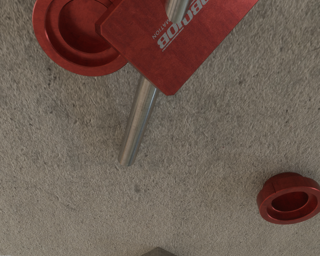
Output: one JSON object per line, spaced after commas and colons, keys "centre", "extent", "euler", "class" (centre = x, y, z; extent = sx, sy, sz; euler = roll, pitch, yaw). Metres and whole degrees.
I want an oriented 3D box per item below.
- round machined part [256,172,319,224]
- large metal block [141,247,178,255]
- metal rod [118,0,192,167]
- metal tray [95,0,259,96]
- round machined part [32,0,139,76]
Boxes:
{"centre": [0.202, 0.107, 0.490], "extent": [0.099, 0.042, 0.097], "euler": [0, 130, 0], "class": "round machined part"}
{"centre": [-0.002, 0.300, 0.646], "extent": [0.080, 0.050, 0.080], "euler": [36, 121, -27], "class": "large metal block"}
{"centre": [-0.011, -0.047, 0.334], "extent": [0.025, 0.025, 0.298], "euler": [11, 139, -10], "class": "metal rod"}
{"centre": [0.018, -0.105, 0.278], "extent": [0.130, 0.030, 0.090], "euler": [-48, 119, 2], "class": "metal tray"}
{"centre": [-0.069, -0.104, 0.307], "extent": [0.099, 0.042, 0.097], "euler": [0, 130, 0], "class": "round machined part"}
